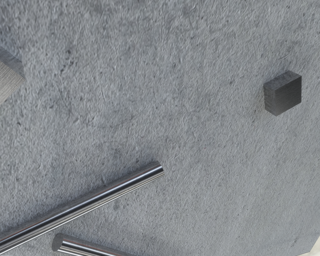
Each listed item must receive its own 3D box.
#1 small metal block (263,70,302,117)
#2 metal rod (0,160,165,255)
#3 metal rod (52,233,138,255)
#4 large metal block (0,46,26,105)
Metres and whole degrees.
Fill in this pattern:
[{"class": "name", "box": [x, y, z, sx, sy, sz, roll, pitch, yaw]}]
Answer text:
[{"class": "small metal block", "box": [0.191, -0.054, 0.481, 0.050, 0.025, 0.050, -28, 128, -11]}, {"class": "metal rod", "box": [-0.133, 0.117, 0.407, 0.302, 0.025, 0.025, -24, 127, -14]}, {"class": "metal rod", "box": [-0.048, 0.227, 0.522, 0.025, 0.025, 0.301, -49, 129, 6]}, {"class": "large metal block", "box": [-0.178, -0.047, 0.264, 0.080, 0.050, 0.080, -45, 130, 2]}]
